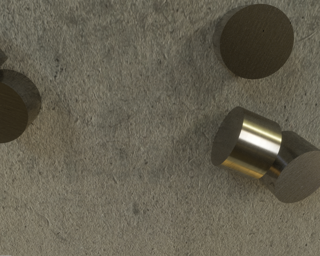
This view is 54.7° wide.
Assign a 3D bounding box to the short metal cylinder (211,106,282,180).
[{"bbox_3d":[0.106,0.019,0.388,0.050,0.080,0.079,23,109,-8],"label":"short metal cylinder"}]

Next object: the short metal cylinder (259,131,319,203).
[{"bbox_3d":[0.168,0.050,0.403,0.081,0.050,0.079,-10,121,-16],"label":"short metal cylinder"}]

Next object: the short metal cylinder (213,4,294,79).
[{"bbox_3d":[0.105,-0.101,0.360,0.081,0.050,0.079,0,110,0],"label":"short metal cylinder"}]

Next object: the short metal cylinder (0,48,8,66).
[{"bbox_3d":[-0.224,-0.079,0.349,0.080,0.080,0.050,-31,107,10],"label":"short metal cylinder"}]

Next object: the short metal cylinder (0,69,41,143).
[{"bbox_3d":[-0.195,-0.028,0.382,0.081,0.050,0.079,-1,113,-2],"label":"short metal cylinder"}]
